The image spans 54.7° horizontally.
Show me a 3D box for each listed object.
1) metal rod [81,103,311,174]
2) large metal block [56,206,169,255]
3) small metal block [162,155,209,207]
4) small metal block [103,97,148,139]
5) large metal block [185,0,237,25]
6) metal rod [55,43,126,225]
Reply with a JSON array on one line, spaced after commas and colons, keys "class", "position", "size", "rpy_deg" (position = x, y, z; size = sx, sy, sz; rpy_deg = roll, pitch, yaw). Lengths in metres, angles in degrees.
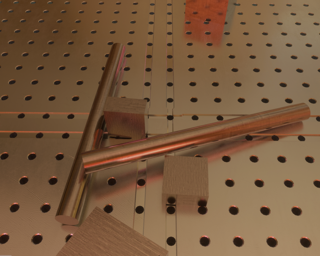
[{"class": "metal rod", "position": [0.057, 0.008, 0.385], "size": [0.302, 0.025, 0.025], "rpy_deg": [-12, 51, -16]}, {"class": "large metal block", "position": [-0.048, 0.133, 0.279], "size": [0.080, 0.050, 0.080], "rpy_deg": [26, 55, 20]}, {"class": "small metal block", "position": [0.029, 0.060, 0.357], "size": [0.050, 0.025, 0.050], "rpy_deg": [3, 50, 2]}, {"class": "small metal block", "position": [-0.043, -0.012, 0.401], "size": [0.050, 0.050, 0.025], "rpy_deg": [5, 50, 4]}, {"class": "large metal block", "position": [0.103, -0.252, 0.604], "size": [0.080, 0.050, 0.080], "rpy_deg": [19, 53, 15]}, {"class": "metal rod", "position": [-0.083, -0.017, 0.421], "size": [0.025, 0.025, 0.300], "rpy_deg": [4, 50, 3]}]
